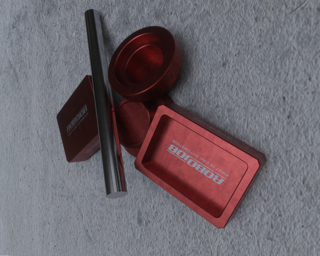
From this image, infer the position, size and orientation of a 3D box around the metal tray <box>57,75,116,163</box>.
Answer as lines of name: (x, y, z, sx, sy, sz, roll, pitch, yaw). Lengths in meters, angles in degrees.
metal tray: (-0.116, -0.011, 0.485, 0.129, 0.030, 0.090, -38, 64, 42)

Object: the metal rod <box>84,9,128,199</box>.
metal rod: (-0.079, -0.051, 0.428, 0.025, 0.025, 0.299, -34, 56, 35)

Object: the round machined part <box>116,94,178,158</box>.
round machined part: (-0.025, -0.007, 0.417, 0.098, 0.042, 0.097, 0, 90, 40)

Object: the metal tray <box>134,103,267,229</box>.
metal tray: (0.041, 0.039, 0.355, 0.130, 0.030, 0.089, 32, 110, 24)

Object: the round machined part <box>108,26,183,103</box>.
round machined part: (-0.015, -0.076, 0.393, 0.098, 0.042, 0.098, -14, 61, 27)
